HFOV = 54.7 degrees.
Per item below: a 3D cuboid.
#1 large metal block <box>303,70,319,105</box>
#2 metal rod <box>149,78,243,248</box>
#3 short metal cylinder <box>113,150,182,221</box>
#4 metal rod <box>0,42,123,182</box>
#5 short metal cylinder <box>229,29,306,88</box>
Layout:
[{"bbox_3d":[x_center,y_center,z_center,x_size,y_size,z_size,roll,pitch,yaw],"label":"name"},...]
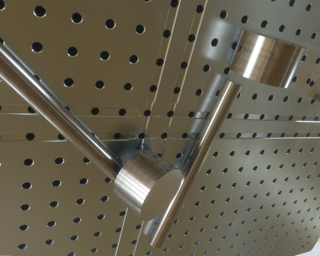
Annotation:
[{"bbox_3d":[0.302,-0.068,0.518,0.080,0.050,0.080,21,107,-36],"label":"large metal block"},{"bbox_3d":[0.048,0.066,0.477,0.025,0.025,0.298,10,113,-33],"label":"metal rod"},{"bbox_3d":[-0.015,0.076,0.416,0.080,0.050,0.079,-36,144,-32],"label":"short metal cylinder"},{"bbox_3d":[-0.123,-0.027,0.326,0.025,0.025,0.300,-39,129,-2],"label":"metal rod"},{"bbox_3d":[0.135,-0.090,0.394,0.081,0.080,0.050,2,117,-30],"label":"short metal cylinder"}]
